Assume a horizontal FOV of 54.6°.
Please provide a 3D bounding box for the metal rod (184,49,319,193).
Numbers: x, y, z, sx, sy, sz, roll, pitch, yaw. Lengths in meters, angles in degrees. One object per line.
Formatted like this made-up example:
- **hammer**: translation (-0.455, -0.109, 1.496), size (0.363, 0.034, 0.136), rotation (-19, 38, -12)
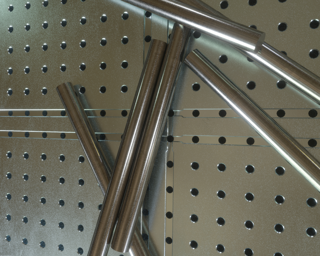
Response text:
- **metal rod**: translation (0.140, 0.014, 0.363), size (0.300, 0.025, 0.025), rotation (47, 104, 14)

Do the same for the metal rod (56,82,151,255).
- **metal rod**: translation (-0.078, 0.070, 0.440), size (0.025, 0.025, 0.299), rotation (-29, 81, 18)

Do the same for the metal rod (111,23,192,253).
- **metal rod**: translation (-0.011, 0.012, 0.402), size (0.025, 0.025, 0.299), rotation (16, 90, 19)

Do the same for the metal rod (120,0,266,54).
- **metal rod**: translation (-0.010, -0.162, 0.399), size (0.300, 0.025, 0.025), rotation (30, 100, 23)

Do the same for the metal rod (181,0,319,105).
- **metal rod**: translation (0.079, -0.124, 0.384), size (0.300, 0.025, 0.025), rotation (40, 103, 15)

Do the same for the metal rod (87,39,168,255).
- **metal rod**: translation (-0.042, 0.030, 0.410), size (0.025, 0.025, 0.299), rotation (16, 89, 19)
